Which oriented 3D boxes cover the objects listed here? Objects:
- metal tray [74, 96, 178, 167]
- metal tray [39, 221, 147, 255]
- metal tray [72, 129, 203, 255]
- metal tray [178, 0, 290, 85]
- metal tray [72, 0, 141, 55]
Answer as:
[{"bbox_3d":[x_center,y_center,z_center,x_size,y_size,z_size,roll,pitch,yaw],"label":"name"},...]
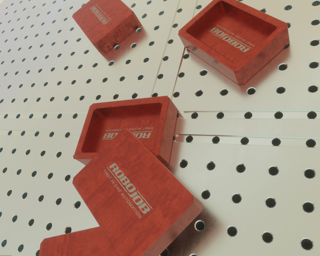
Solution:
[{"bbox_3d":[-0.047,0.006,0.423,0.130,0.030,0.090,-3,60,26],"label":"metal tray"},{"bbox_3d":[-0.077,0.161,0.345,0.130,0.030,0.090,-17,55,17],"label":"metal tray"},{"bbox_3d":[-0.030,0.071,0.337,0.090,0.030,0.130,-45,52,-4],"label":"metal tray"},{"bbox_3d":[0.098,-0.127,0.430,0.090,0.030,0.130,-42,51,-1],"label":"metal tray"},{"bbox_3d":[-0.104,-0.203,0.582,0.090,0.030,0.130,-39,51,1],"label":"metal tray"}]
